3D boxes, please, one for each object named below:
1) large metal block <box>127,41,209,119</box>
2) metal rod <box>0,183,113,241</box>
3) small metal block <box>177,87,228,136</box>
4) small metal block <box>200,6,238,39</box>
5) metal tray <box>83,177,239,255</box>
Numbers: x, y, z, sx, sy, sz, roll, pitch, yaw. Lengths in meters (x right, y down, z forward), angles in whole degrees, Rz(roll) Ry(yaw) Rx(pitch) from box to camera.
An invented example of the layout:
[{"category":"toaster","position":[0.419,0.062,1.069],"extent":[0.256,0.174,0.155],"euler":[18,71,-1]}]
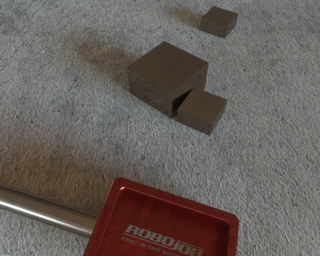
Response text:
[{"category":"large metal block","position":[0.011,-0.072,0.448],"extent":[0.080,0.050,0.080],"euler":[33,57,24]},{"category":"metal rod","position":[-0.196,0.068,0.342],"extent":[0.301,0.025,0.025],"euler":[14,51,11]},{"category":"small metal block","position":[0.057,-0.024,0.424],"extent":[0.050,0.025,0.050],"euler":[24,54,18]},{"category":"small metal block","position":[0.108,-0.195,0.568],"extent":[0.050,0.025,0.050],"euler":[25,54,19]},{"category":"metal tray","position":[0.004,0.109,0.291],"extent":[0.131,0.030,0.090],"euler":[19,51,-1]}]
